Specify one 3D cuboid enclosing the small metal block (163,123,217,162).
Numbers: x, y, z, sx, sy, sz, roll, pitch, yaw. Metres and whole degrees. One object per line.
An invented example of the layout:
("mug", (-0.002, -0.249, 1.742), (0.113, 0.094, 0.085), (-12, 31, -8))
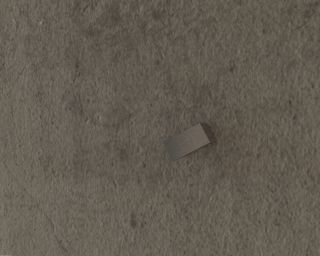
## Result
("small metal block", (0.038, 0.017, 0.382), (0.050, 0.050, 0.025), (-29, 81, 17))
